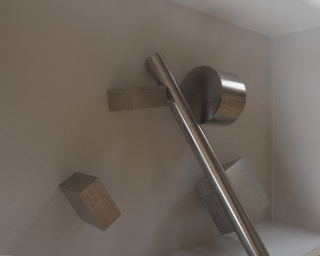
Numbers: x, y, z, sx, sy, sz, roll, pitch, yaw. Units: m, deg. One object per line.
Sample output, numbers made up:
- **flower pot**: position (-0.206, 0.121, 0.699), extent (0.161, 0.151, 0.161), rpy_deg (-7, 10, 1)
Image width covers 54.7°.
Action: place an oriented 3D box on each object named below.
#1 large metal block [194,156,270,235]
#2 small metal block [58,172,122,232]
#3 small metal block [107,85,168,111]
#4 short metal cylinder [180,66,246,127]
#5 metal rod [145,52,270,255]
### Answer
- **large metal block**: position (0.108, 0.097, 0.457), extent (0.081, 0.050, 0.080), rpy_deg (-22, 83, -51)
- **small metal block**: position (-0.075, 0.077, 0.329), extent (0.025, 0.050, 0.050), rpy_deg (-41, 115, -33)
- **small metal block**: position (-0.027, -0.035, 0.369), extent (0.050, 0.050, 0.025), rpy_deg (-10, 97, -40)
- **short metal cylinder**: position (0.072, -0.043, 0.433), extent (0.050, 0.080, 0.080), rpy_deg (5, 87, -40)
- **metal rod**: position (0.061, 0.040, 0.400), extent (0.025, 0.025, 0.299), rpy_deg (-27, 89, -37)
